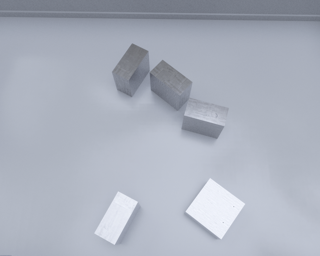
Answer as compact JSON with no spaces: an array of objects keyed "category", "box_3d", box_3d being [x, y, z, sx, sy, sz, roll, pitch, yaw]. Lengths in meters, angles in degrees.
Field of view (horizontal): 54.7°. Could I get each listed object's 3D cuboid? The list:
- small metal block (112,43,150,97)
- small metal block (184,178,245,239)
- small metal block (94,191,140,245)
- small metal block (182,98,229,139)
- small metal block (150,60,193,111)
[{"category":"small metal block","box_3d":[-0.038,-0.078,0.424,0.025,0.050,0.050,28,72,10]},{"category":"small metal block","box_3d":[0.065,0.098,0.374,0.050,0.025,0.050,36,74,12]},{"category":"small metal block","box_3d":[-0.047,0.105,0.358,0.025,0.050,0.050,26,72,9]},{"category":"small metal block","box_3d":[0.057,-0.012,0.401,0.050,0.050,0.025,15,71,5]},{"category":"small metal block","box_3d":[0.014,-0.056,0.417,0.050,0.050,0.025,39,75,13]}]
